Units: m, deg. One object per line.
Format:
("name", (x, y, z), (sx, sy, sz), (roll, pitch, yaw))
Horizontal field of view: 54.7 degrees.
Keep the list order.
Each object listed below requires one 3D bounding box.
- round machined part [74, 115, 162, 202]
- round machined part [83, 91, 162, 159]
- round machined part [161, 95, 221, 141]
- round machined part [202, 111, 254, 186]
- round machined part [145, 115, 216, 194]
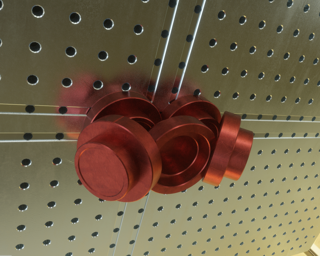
("round machined part", (-0.051, 0.038, 0.331), (0.042, 0.098, 0.097), (-39, 144, -55))
("round machined part", (-0.041, 0.007, 0.383), (0.099, 0.042, 0.097), (-14, 125, -21))
("round machined part", (0.045, 0.007, 0.430), (0.099, 0.042, 0.097), (-14, 125, -21))
("round machined part", (0.090, 0.030, 0.404), (0.042, 0.098, 0.097), (18, 115, 8))
("round machined part", (0.016, 0.028, 0.372), (0.099, 0.042, 0.097), (-14, 125, -21))
